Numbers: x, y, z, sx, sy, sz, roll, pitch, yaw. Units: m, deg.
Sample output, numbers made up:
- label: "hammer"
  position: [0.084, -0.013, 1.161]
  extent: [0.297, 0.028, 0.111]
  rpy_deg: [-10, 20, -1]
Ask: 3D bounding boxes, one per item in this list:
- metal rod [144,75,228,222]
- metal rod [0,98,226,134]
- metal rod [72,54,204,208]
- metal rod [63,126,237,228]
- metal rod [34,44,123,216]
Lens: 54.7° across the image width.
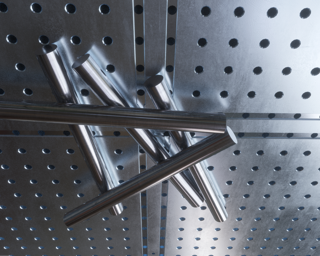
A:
- label: "metal rod"
  position: [0.050, 0.050, 0.454]
  extent: [0.025, 0.025, 0.299]
  rpy_deg: [-18, 128, 14]
- label: "metal rod"
  position: [-0.073, -0.015, 0.365]
  extent: [0.302, 0.025, 0.025]
  rpy_deg: [4, 130, -4]
- label: "metal rod"
  position: [-0.013, 0.023, 0.430]
  extent: [0.025, 0.025, 0.300]
  rpy_deg: [-24, 127, 19]
- label: "metal rod"
  position: [-0.028, 0.079, 0.445]
  extent: [0.300, 0.025, 0.025]
  rpy_deg: [-31, 124, 23]
- label: "metal rod"
  position: [-0.099, 0.026, 0.432]
  extent: [0.025, 0.025, 0.298]
  rpy_deg: [-8, 130, 6]
